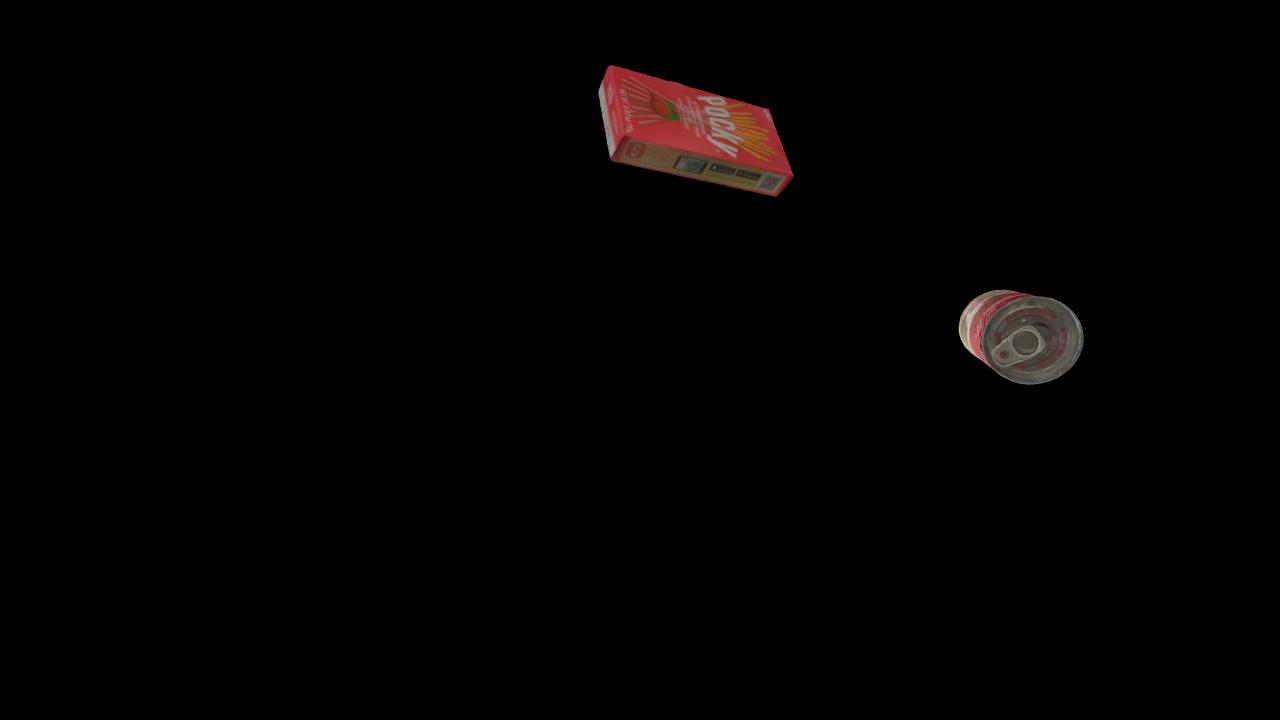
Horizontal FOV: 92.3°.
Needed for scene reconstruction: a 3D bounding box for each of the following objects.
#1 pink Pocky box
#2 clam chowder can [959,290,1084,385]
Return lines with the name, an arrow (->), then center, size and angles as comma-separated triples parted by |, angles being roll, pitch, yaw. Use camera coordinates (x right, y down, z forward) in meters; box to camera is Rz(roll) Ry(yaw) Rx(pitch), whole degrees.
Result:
pink Pocky box -> 0.046, -0.184, 0.499 | 0.155, 0.084, 0.029 | 5, -32, -24
clam chowder can -> 0.310, -0.022, 0.510 | 0.068, 0.068, 0.102 | 0, 9, 18
